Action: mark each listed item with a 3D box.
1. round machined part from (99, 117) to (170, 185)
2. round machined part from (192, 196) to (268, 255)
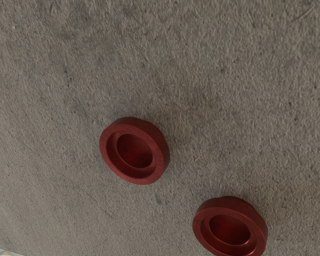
[{"bbox_3d":[-0.031,0.027,0.429,0.098,0.042,0.097,13,124,21],"label":"round machined part"},{"bbox_3d":[0.098,0.133,0.427,0.098,0.042,0.097,13,124,21],"label":"round machined part"}]
